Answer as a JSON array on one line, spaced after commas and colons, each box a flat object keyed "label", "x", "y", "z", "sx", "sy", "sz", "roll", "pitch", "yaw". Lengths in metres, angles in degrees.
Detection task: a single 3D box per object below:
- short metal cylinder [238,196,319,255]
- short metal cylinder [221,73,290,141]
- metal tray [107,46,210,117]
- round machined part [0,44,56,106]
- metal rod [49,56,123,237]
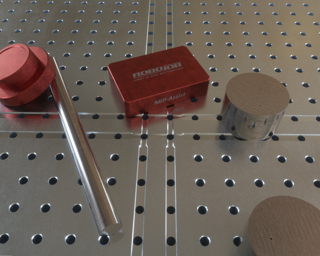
[{"label": "short metal cylinder", "x": 0.120, "y": 0.113, "z": 0.297, "sx": 0.080, "sy": 0.050, "sz": 0.080, "roll": 0, "pitch": 50, "yaw": 0}, {"label": "short metal cylinder", "x": 0.125, "y": -0.029, "z": 0.417, "sx": 0.081, "sy": 0.050, "sz": 0.080, "roll": 0, "pitch": 50, "yaw": 0}, {"label": "metal tray", "x": -0.003, "y": -0.074, "z": 0.466, "sx": 0.131, "sy": 0.030, "sz": 0.090, "roll": -17, "pitch": 52, "yaw": -14}, {"label": "round machined part", "x": -0.206, "y": -0.083, "z": 0.448, "sx": 0.098, "sy": 0.042, "sz": 0.098, "roll": -8, "pitch": 57, "yaw": 13}, {"label": "metal rod", "x": -0.113, "y": 0.001, "z": 0.405, "sx": 0.025, "sy": 0.025, "sz": 0.300, "roll": -20, "pitch": 53, "yaw": -16}]
